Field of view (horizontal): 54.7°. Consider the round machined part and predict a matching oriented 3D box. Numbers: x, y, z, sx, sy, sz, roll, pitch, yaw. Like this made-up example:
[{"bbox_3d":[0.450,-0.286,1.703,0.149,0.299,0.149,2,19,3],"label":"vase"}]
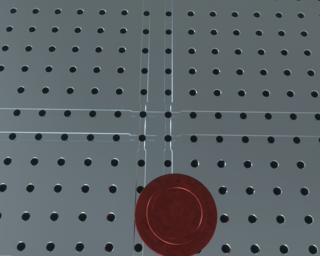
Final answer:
[{"bbox_3d":[0.019,0.102,0.366,0.099,0.042,0.098,0,70,-1],"label":"round machined part"}]
